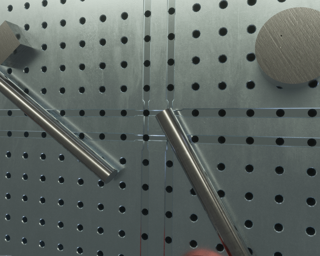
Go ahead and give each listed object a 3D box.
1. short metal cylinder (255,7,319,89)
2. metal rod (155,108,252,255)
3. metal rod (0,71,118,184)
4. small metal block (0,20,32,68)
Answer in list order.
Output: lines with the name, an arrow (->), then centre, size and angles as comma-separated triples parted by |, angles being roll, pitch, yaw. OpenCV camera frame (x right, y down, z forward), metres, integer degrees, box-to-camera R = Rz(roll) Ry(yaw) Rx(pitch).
short metal cylinder -> 0.150, -0.086, 0.346 | 0.080, 0.050, 0.080 | 0, 90, 20
metal rod -> 0.074, 0.110, 0.386 | 0.025, 0.025, 0.299 | -31, 80, 17
metal rod -> -0.184, -0.018, 0.477 | 0.300, 0.025, 0.025 | 37, 102, 16
small metal block -> -0.243, -0.134, 0.498 | 0.050, 0.025, 0.050 | -39, 78, 16
